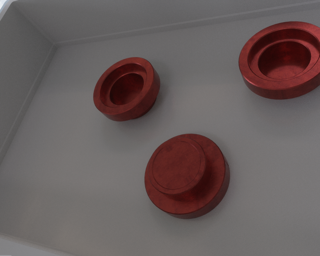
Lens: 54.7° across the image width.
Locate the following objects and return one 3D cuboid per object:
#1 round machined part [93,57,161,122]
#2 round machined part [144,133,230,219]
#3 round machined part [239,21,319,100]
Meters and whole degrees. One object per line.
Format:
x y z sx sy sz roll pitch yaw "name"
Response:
-0.044 -0.051 0.450 0.098 0.042 0.098 -13 56 21 "round machined part"
0.026 0.049 0.351 0.098 0.042 0.098 -13 56 21 "round machined part"
0.146 -0.074 0.363 0.098 0.042 0.098 -13 56 21 "round machined part"
